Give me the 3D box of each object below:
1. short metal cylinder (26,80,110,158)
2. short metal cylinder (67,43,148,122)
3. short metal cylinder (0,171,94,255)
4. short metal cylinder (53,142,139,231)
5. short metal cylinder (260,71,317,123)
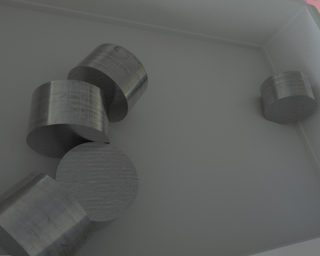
[{"bbox_3d":[-0.094,-0.006,0.325,0.081,0.080,0.050,8,58,-24],"label":"short metal cylinder"},{"bbox_3d":[-0.062,-0.053,0.371,0.080,0.080,0.050,36,51,-5],"label":"short metal cylinder"},{"bbox_3d":[-0.104,0.084,0.264,0.080,0.080,0.050,45,51,2],"label":"short metal cylinder"},{"bbox_3d":[-0.069,0.061,0.316,0.081,0.050,0.080,14,56,-21],"label":"short metal cylinder"},{"bbox_3d":[0.213,-0.050,0.519,0.081,0.080,0.050,15,56,-21],"label":"short metal cylinder"}]
